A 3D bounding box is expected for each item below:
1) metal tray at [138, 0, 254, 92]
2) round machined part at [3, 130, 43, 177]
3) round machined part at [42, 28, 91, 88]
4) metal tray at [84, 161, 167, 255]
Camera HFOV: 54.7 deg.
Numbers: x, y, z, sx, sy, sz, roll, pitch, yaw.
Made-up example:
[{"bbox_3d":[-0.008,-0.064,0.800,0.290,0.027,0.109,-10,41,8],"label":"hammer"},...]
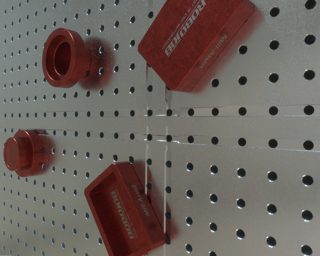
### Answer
[{"bbox_3d":[0.037,-0.119,0.376,0.129,0.030,0.090,-52,60,27],"label":"metal tray"},{"bbox_3d":[-0.284,0.052,0.633,0.098,0.042,0.097,0,90,40],"label":"round machined part"},{"bbox_3d":[-0.155,-0.116,0.527,0.098,0.042,0.097,0,90,40],"label":"round machined part"},{"bbox_3d":[-0.055,0.125,0.451,0.090,0.030,0.130,-43,64,31],"label":"metal tray"}]
